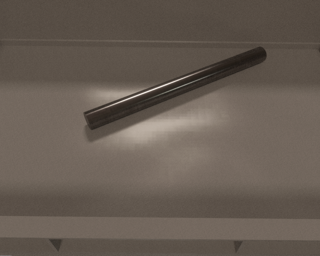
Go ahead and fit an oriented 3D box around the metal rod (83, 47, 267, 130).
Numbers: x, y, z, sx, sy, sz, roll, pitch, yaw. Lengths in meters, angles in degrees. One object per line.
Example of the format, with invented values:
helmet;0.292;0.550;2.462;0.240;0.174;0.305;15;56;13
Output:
metal rod;0.035;-0.065;0.460;0.302;0.025;0.025;-23;54;-19
